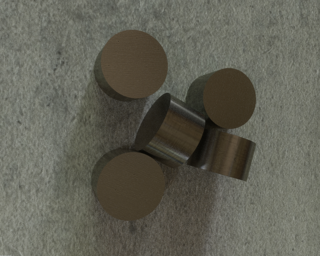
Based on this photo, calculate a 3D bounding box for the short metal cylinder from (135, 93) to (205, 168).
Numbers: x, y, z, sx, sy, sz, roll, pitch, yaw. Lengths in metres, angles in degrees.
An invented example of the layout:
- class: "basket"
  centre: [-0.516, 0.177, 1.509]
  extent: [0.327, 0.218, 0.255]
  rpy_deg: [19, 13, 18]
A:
- class: "short metal cylinder"
  centre: [0.011, 0.003, 0.385]
  extent: [0.050, 0.080, 0.080]
  rpy_deg: [29, 80, -18]

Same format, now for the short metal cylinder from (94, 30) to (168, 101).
- class: "short metal cylinder"
  centre: [-0.037, -0.074, 0.383]
  extent: [0.081, 0.050, 0.079]
  rpy_deg: [0, 90, -21]

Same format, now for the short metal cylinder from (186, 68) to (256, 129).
- class: "short metal cylinder"
  centre: [0.084, -0.039, 0.428]
  extent: [0.081, 0.050, 0.079]
  rpy_deg: [0, 90, -21]

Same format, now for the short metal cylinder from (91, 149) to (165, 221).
- class: "short metal cylinder"
  centre: [-0.040, 0.067, 0.381]
  extent: [0.081, 0.050, 0.079]
  rpy_deg: [-1, 92, -20]

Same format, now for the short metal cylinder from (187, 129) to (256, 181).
- class: "short metal cylinder"
  centre: [0.081, 0.036, 0.411]
  extent: [0.081, 0.080, 0.050]
  rpy_deg: [18, 84, -20]
